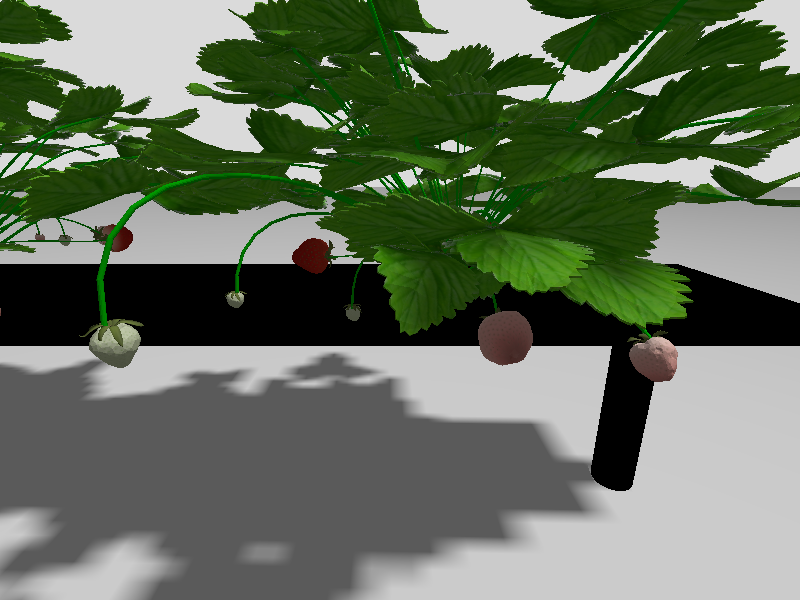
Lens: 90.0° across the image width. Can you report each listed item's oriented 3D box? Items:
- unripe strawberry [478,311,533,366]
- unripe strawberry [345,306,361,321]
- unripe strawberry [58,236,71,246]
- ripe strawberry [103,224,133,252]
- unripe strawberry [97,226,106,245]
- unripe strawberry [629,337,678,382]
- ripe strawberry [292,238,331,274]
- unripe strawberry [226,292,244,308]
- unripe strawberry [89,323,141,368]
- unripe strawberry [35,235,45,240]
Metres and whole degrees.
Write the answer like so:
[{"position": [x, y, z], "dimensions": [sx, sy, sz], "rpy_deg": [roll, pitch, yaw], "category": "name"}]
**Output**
[{"position": [0.052, 0.020, 0.194], "dimensions": [0.026, 0.028, 0.029], "rpy_deg": [0, 21, -1], "category": "unripe strawberry"}, {"position": [-0.030, 0.009, 0.255], "dimensions": [0.011, 0.010, 0.010], "rpy_deg": [12, 21, 34], "category": "unripe strawberry"}, {"position": [-0.419, -0.074, 0.501], "dimensions": [0.013, 0.013, 0.011], "rpy_deg": [-2, 18, -7], "category": "unripe strawberry"}, {"position": [-0.340, -0.075, 0.484], "dimensions": [0.029, 0.033, 0.032], "rpy_deg": [8, 18, 23], "category": "ripe strawberry"}, {"position": [-0.390, -0.085, 0.534], "dimensions": [0.025, 0.026, 0.027], "rpy_deg": [1, 0, 3], "category": "unripe strawberry"}, {"position": [0.115, 0.027, 0.181], "dimensions": [0.018, 0.020, 0.021], "rpy_deg": [-6, -16, -18], "category": "unripe strawberry"}, {"position": [-0.084, -0.041, 0.376], "dimensions": [0.034, 0.033, 0.037], "rpy_deg": [2, 18, 9], "category": "ripe strawberry"}, {"position": [-0.100, 0.000, 0.243], "dimensions": [0.010, 0.010, 0.009], "rpy_deg": [-13, 22, -36], "category": "unripe strawberry"}, {"position": [-0.136, 0.023, 0.192], "dimensions": [0.021, 0.022, 0.020], "rpy_deg": [-16, 23, -41], "category": "unripe strawberry"}, {"position": [-0.461, -0.079, 0.513], "dimensions": [0.011, 0.010, 0.010], "rpy_deg": [-6, 19, -19], "category": "unripe strawberry"}]
